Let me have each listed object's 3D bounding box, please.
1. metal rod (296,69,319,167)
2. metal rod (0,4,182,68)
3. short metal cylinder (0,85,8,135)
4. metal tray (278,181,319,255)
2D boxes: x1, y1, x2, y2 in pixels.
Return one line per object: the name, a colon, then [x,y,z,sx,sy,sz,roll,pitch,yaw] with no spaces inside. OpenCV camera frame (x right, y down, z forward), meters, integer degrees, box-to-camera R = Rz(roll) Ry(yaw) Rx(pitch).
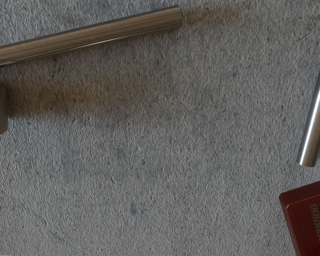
metal rod: [0.215,-0.091,0.379,0.025,0.025,0.298,4,110,-2]
metal rod: [-0.124,-0.100,0.370,0.302,0.025,0.025,-12,110,4]
short metal cylinder: [-0.227,-0.022,0.369,0.081,0.080,0.050,6,110,-3]
metal tray: [0.241,0.145,0.463,0.090,0.030,0.129,-21,109,7]
